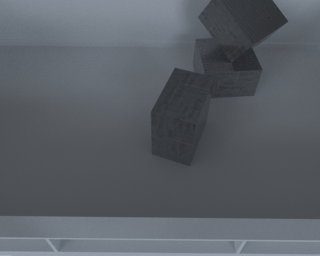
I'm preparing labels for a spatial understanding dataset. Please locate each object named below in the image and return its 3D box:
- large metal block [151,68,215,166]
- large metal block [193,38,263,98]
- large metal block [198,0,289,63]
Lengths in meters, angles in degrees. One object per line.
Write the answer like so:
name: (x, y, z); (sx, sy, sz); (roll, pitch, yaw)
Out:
large metal block: (0.028, -0.013, 0.381); (0.050, 0.080, 0.080); (16, 52, 13)
large metal block: (0.098, -0.092, 0.468); (0.081, 0.050, 0.080); (-3, 50, -4)
large metal block: (0.115, -0.151, 0.431); (0.080, 0.050, 0.080); (-36, 89, -26)
